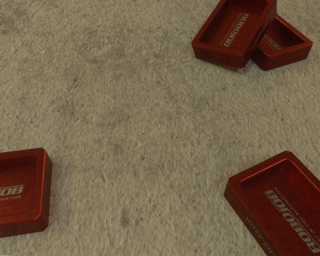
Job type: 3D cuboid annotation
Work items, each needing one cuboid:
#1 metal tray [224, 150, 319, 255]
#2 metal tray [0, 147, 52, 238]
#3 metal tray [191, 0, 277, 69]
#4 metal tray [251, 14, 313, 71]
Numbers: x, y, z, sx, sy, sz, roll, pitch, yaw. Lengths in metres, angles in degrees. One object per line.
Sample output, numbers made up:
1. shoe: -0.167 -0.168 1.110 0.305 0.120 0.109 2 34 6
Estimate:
1. metal tray: 0.141 0.093 0.323 0.091 0.030 0.130 -22 54 -18
2. metal tray: -0.190 0.073 0.335 0.131 0.030 0.090 -7 50 -7
3. metal tray: 0.122 -0.163 0.505 0.090 0.030 0.130 22 69 30
4. metal tray: 0.182 -0.158 0.535 0.091 0.030 0.130 -18 53 -15
